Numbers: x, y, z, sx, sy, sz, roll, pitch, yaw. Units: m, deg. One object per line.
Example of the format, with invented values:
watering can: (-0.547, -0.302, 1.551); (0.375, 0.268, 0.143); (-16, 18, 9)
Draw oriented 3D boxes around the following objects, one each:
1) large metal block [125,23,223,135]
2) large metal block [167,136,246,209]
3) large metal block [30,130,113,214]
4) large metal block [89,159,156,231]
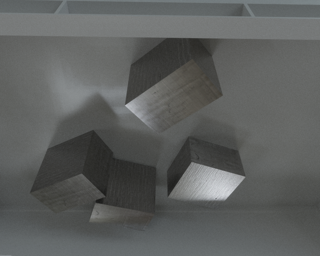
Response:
large metal block: (0.013, -0.052, 0.328); (0.080, 0.080, 0.050); (-32, 123, 24)
large metal block: (0.063, 0.067, 0.450); (0.081, 0.050, 0.079); (17, 128, -14)
large metal block: (-0.116, 0.059, 0.422); (0.080, 0.080, 0.050); (-21, 127, 17)
large metal block: (-0.052, 0.096, 0.453); (0.081, 0.080, 0.050); (14, 131, -12)
